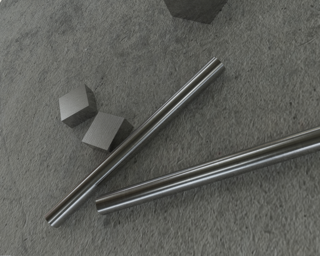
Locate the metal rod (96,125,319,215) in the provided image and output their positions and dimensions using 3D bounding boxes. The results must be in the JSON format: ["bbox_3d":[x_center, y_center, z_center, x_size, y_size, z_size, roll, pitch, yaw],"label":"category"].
[{"bbox_3d":[0.064,0.046,0.341,0.301,0.025,0.025,-20,54,15],"label":"metal rod"}]

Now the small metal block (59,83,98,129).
[{"bbox_3d":[-0.130,-0.035,0.491,0.050,0.025,0.050,-28,52,10],"label":"small metal block"}]

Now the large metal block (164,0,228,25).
[{"bbox_3d":[0.061,-0.218,0.488,0.080,0.050,0.080,28,77,37],"label":"large metal block"}]

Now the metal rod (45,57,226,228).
[{"bbox_3d":[-0.031,0.017,0.407,0.300,0.025,0.025,-43,51,-2],"label":"metal rod"}]

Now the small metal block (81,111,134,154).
[{"bbox_3d":[-0.073,0.008,0.436,0.050,0.025,0.050,15,69,33],"label":"small metal block"}]
